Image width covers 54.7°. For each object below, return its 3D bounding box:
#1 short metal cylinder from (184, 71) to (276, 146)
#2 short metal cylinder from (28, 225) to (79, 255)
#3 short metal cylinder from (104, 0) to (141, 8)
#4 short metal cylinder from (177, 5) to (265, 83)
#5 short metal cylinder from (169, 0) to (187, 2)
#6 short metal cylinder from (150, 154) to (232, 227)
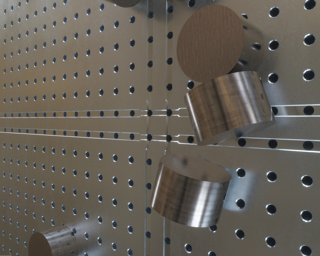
[{"bbox_3d":[0.070,-0.017,0.316,0.080,0.081,0.050,-24,75,37],"label":"short metal cylinder"},{"bbox_3d":[-0.190,0.219,0.550,0.080,0.050,0.079,0,90,40],"label":"short metal cylinder"},{"bbox_3d":[-0.058,-0.211,0.421,0.050,0.081,0.079,34,111,35],"label":"short metal cylinder"},{"bbox_3d":[0.065,-0.087,0.339,0.080,0.050,0.079,0,90,40],"label":"short metal cylinder"},{"bbox_3d":[0.014,-0.203,0.381,0.080,0.050,0.079,0,90,40],"label":"short metal cylinder"},{"bbox_3d":[0.034,0.067,0.346,0.080,0.081,0.050,22,104,38],"label":"short metal cylinder"}]
